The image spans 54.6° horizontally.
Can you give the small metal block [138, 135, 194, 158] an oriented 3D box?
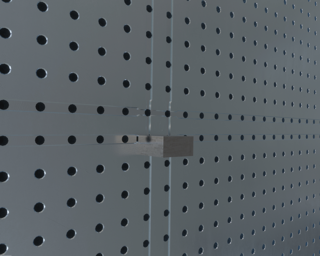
[{"bbox_3d":[0.007,0.023,0.398,0.050,0.050,0.025,1,89,-40],"label":"small metal block"}]
